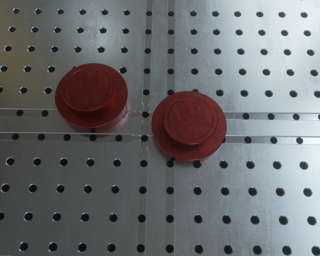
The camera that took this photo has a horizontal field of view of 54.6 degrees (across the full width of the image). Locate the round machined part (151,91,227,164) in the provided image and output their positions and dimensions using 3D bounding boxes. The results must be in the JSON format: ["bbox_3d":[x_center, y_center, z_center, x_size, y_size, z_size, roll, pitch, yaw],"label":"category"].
[{"bbox_3d":[0.038,-0.005,0.405,0.099,0.042,0.098,0,70,0],"label":"round machined part"}]

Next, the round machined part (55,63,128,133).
[{"bbox_3d":[-0.093,-0.046,0.419,0.099,0.042,0.098,0,70,0],"label":"round machined part"}]
